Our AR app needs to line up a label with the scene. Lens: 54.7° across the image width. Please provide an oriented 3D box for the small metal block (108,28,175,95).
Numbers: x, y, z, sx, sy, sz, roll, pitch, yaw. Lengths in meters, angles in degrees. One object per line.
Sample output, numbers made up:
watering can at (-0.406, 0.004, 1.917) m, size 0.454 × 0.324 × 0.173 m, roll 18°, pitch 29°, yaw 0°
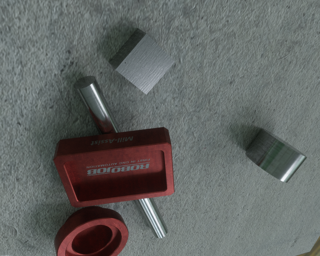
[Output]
small metal block at (-0.020, -0.075, 0.351) m, size 0.050 × 0.025 × 0.050 m, roll -48°, pitch 129°, yaw 6°

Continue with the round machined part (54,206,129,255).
round machined part at (-0.098, 0.150, 0.437) m, size 0.099 × 0.042 × 0.097 m, roll -14°, pitch 125°, yaw -21°

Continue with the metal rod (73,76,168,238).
metal rod at (-0.040, 0.061, 0.424) m, size 0.025 × 0.025 × 0.299 m, roll -29°, pitch 129°, yaw -11°

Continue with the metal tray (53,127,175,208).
metal tray at (-0.051, 0.050, 0.377) m, size 0.131 × 0.030 × 0.089 m, roll -7°, pitch 128°, yaw -3°

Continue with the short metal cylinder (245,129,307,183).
short metal cylinder at (0.188, 0.044, 0.504) m, size 0.080 × 0.080 × 0.050 m, roll 22°, pitch 106°, yaw -37°
